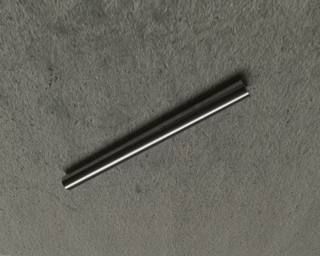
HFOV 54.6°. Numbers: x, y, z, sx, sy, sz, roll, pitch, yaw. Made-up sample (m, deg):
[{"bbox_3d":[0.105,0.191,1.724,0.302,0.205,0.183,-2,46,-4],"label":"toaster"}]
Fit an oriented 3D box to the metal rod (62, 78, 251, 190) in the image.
[{"bbox_3d":[-0.020,0.018,0.424,0.300,0.025,0.025,-28,125,22],"label":"metal rod"}]
